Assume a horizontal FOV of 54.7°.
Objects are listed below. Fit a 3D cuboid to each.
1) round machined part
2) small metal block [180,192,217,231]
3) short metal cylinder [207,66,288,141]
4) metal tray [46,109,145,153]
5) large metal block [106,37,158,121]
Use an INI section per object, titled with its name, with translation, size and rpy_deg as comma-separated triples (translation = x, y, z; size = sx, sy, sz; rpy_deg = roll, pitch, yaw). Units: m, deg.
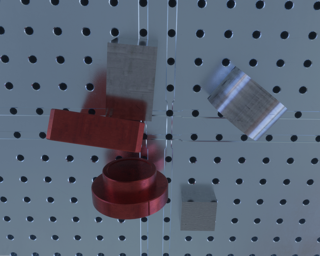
[round machined part]
translation = -0.038, 0.071, 0.400
size = 0.099, 0.098, 0.042
rpy_deg = 0, 110, 0
[small metal block]
translation = 0.056, 0.124, 0.459
size = 0.050, 0.025, 0.050
rpy_deg = 1, 110, -1
[short metal cylinder]
translation = 0.105, -0.030, 0.374
size = 0.080, 0.080, 0.050
rpy_deg = 36, 106, -13
[metal tray]
translation = -0.065, 0.004, 0.357
size = 0.091, 0.130, 0.030
rpy_deg = 9, 88, -3
[large metal block]
translation = -0.031, -0.060, 0.361
size = 0.050, 0.080, 0.079
rpy_deg = 5, 110, -2
